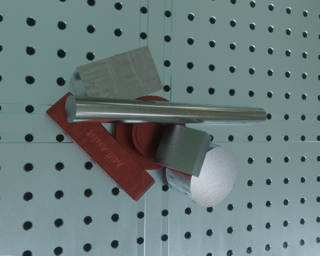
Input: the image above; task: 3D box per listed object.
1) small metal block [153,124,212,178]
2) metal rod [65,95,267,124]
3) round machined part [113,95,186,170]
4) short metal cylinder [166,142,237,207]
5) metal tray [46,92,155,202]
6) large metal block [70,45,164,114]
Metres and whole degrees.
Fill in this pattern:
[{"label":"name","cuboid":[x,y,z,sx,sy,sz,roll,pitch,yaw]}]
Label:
[{"label":"small metal block","cuboid":[0.027,0.025,0.364,0.025,0.050,0.050,36,72,-60]},{"label":"metal rod","cuboid":[0.035,-0.018,0.376,0.302,0.025,0.025,0,90,-40]},{"label":"round machined part","cuboid":[-0.010,0.006,0.404,0.099,0.042,0.097,0,90,-21]},{"label":"short metal cylinder","cuboid":[0.055,0.057,0.408,0.081,0.050,0.079,-10,108,-33]},{"label":"metal tray","cuboid":[-0.071,0.021,0.352,0.030,0.090,0.130,-46,105,-14]},{"label":"large metal block","cuboid":[-0.054,-0.052,0.363,0.081,0.080,0.050,-22,98,-19]}]
